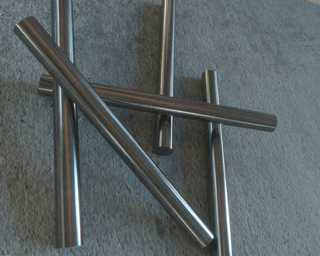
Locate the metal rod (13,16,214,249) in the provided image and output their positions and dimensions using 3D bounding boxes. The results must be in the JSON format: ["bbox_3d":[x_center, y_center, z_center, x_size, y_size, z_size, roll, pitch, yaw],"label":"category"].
[{"bbox_3d":[-0.042,0.013,0.330,0.300,0.025,0.025,51,50,-9],"label":"metal rod"}]

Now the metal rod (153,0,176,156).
[{"bbox_3d":[0.010,-0.097,0.467,0.025,0.025,0.300,16,55,-20],"label":"metal rod"}]

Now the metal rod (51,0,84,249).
[{"bbox_3d":[-0.103,-0.030,0.335,0.025,0.025,0.299,2,70,-27],"label":"metal rod"}]

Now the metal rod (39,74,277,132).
[{"bbox_3d":[0.008,-0.029,0.393,0.302,0.025,0.025,9,58,-12],"label":"metal rod"}]

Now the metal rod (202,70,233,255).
[{"bbox_3d":[0.075,0.042,0.418,0.025,0.025,0.300,15,55,-20],"label":"metal rod"}]
